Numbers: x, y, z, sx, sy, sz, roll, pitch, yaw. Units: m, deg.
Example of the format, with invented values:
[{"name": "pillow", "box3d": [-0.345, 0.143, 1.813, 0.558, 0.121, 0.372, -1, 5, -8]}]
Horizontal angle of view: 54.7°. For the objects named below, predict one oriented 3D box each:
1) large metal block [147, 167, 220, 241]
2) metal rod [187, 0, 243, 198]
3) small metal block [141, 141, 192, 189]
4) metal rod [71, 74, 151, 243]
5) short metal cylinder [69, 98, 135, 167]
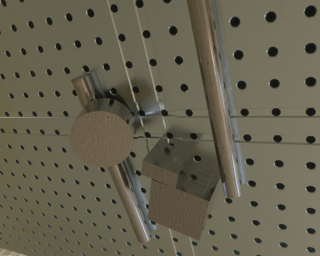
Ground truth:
[{"name": "large metal block", "box3d": [0.032, 0.101, 0.439, 0.080, 0.050, 0.079, 18, 126, 17]}, {"name": "metal rod", "box3d": [0.062, -0.045, 0.349, 0.025, 0.025, 0.298, -1, 118, 28]}, {"name": "small metal block", "box3d": [0.009, 0.048, 0.419, 0.050, 0.050, 0.025, 20, 126, 16]}, {"name": "metal rod", "box3d": [-0.068, 0.061, 0.483, 0.025, 0.025, 0.298, -3, 117, 29]}, {"name": "short metal cylinder", "box3d": [-0.075, 0.006, 0.416, 0.081, 0.050, 0.079, -1, 114, -2]}]
